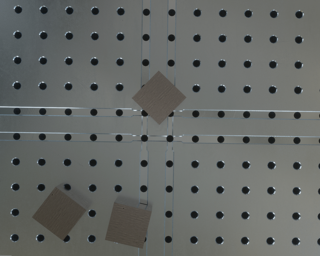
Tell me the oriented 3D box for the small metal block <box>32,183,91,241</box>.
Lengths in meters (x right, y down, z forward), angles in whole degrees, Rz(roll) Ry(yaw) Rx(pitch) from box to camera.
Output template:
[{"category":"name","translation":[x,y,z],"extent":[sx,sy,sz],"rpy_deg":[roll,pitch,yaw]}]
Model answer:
[{"category":"small metal block","translation":[-0.130,0.111,0.413],"extent":[0.050,0.025,0.050],"rpy_deg":[38,90,0]}]

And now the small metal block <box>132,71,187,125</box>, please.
[{"category":"small metal block","translation":[-0.001,-0.039,0.413],"extent":[0.050,0.025,0.050],"rpy_deg":[44,90,0]}]

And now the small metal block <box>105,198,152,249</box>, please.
[{"category":"small metal block","translation":[-0.041,0.126,0.413],"extent":[0.050,0.025,0.050],"rpy_deg":[14,90,0]}]
